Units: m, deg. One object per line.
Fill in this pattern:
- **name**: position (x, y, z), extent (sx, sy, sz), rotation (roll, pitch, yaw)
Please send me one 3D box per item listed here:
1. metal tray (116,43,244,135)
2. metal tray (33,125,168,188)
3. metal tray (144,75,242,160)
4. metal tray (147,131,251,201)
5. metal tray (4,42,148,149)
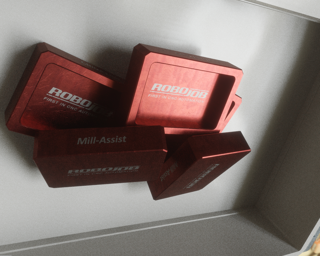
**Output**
- **metal tray**: position (0.024, -0.038, 0.355), extent (0.131, 0.030, 0.089), rotation (3, 117, -31)
- **metal tray**: position (-0.063, 0.034, 0.347), extent (0.131, 0.030, 0.090), rotation (-3, 151, -10)
- **metal tray**: position (0.042, -0.006, 0.425), extent (0.091, 0.030, 0.129), rotation (21, 107, -37)
- **metal tray**: position (0.049, 0.054, 0.424), extent (0.091, 0.030, 0.129), rotation (-5, 150, -33)
- **metal tray**: position (-0.086, -0.024, 0.341), extent (0.131, 0.030, 0.090), rotation (21, 107, -37)
